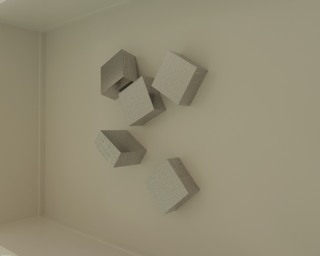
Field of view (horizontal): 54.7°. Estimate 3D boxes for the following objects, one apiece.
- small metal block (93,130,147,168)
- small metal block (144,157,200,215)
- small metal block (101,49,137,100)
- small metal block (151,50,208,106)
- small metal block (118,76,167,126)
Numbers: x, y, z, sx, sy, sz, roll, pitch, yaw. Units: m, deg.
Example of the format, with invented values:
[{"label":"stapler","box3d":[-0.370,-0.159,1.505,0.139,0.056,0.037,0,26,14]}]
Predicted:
[{"label":"small metal block","box3d":[-0.055,0.028,0.434,0.050,0.050,0.025,42,116,31]},{"label":"small metal block","box3d":[0.014,0.073,0.393,0.050,0.025,0.050,-48,62,29]},{"label":"small metal block","box3d":[-0.060,-0.076,0.444,0.050,0.025,0.050,-30,53,35]},{"label":"small metal block","box3d":[0.024,-0.062,0.386,0.050,0.025,0.050,39,114,32]},{"label":"small metal block","box3d":[-0.025,-0.036,0.426,0.050,0.025,0.050,-31,71,35]}]
